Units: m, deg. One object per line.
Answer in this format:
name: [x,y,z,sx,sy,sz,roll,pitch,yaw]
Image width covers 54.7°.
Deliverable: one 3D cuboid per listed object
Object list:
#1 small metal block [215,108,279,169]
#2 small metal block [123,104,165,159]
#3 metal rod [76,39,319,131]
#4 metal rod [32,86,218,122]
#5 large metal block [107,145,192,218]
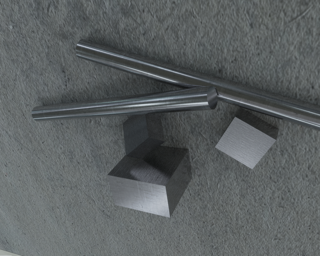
small metal block: [0.101,0.012,0.361,0.050,0.025,0.050,31,128,7]
small metal block: [-0.022,0.005,0.402,0.025,0.050,0.050,16,140,-36]
metal rod: [0.037,-0.053,0.353,0.301,0.025,0.025,19,126,16]
metal rod: [-0.069,-0.027,0.407,0.300,0.025,0.025,-2,118,34]
large metal block: [-0.010,0.066,0.416,0.080,0.080,0.050,6,121,25]
